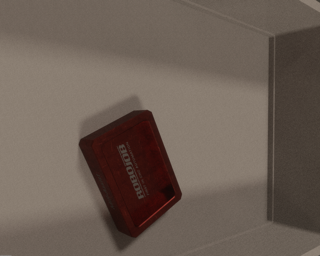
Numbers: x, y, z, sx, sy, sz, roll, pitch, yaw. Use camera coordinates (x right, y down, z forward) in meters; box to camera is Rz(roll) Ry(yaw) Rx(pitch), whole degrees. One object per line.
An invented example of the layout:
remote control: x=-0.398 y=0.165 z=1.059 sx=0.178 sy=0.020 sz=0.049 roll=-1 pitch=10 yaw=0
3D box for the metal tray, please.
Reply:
metal tray: x=-0.031 y=0.053 z=0.379 sx=0.091 sy=0.030 sz=0.129 roll=-32 pitch=110 yaw=-36
